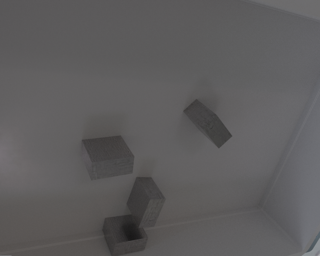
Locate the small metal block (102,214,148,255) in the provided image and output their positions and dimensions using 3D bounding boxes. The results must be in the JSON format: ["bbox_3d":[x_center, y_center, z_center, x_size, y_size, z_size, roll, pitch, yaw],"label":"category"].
[{"bbox_3d":[-0.053,0.158,0.461,0.050,0.050,0.025,1,118,-29],"label":"small metal block"}]

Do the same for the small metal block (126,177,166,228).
[{"bbox_3d":[-0.021,0.106,0.446,0.025,0.050,0.050,7,115,-32],"label":"small metal block"}]

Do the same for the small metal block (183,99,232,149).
[{"bbox_3d":[0.065,-0.006,0.424,0.025,0.050,0.050,-43,129,2],"label":"small metal block"}]

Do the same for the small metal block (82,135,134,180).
[{"bbox_3d":[-0.065,0.035,0.378,0.050,0.050,0.025,-6,121,-25],"label":"small metal block"}]
